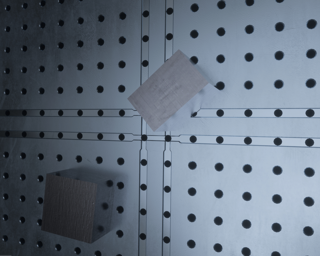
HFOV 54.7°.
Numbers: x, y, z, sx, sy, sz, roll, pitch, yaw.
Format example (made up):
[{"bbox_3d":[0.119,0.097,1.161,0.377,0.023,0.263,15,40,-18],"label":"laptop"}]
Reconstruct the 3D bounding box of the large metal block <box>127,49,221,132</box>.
[{"bbox_3d":[0.020,-0.041,0.376,0.080,0.080,0.050,-42,77,15],"label":"large metal block"}]

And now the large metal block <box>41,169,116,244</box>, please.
[{"bbox_3d":[-0.114,0.107,0.438,0.080,0.050,0.079,7,92,19],"label":"large metal block"}]
